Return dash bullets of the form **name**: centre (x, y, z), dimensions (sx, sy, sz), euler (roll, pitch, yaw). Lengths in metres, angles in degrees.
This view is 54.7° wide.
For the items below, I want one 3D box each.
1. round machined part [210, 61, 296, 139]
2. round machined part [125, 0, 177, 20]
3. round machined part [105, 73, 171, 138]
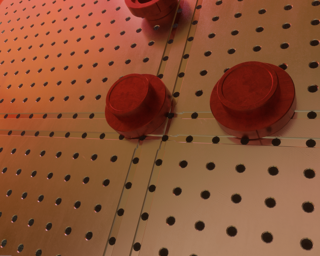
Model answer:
- **round machined part**: centre (0.106, -0.039, 0.365), dimensions (0.098, 0.042, 0.098), euler (-13, 56, 20)
- **round machined part**: centre (-0.009, -0.228, 0.541), dimensions (0.098, 0.042, 0.098), euler (-13, 56, 20)
- **round machined part**: centre (-0.037, -0.038, 0.439), dimensions (0.098, 0.042, 0.098), euler (-13, 56, 20)
